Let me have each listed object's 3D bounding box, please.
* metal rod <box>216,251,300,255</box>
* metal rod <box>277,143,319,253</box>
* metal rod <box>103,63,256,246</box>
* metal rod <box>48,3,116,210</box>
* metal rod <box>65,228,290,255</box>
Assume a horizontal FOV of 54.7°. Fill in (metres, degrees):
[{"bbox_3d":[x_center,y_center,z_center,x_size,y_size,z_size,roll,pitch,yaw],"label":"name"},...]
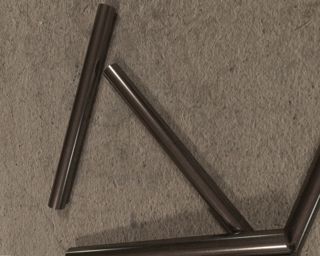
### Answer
[{"bbox_3d":[0.016,0.177,0.388,0.300,0.025,0.025,-14,85,24],"label":"metal rod"},{"bbox_3d":[0.176,0.061,0.347,0.025,0.025,0.298,22,97,18],"label":"metal rod"},{"bbox_3d":[0.024,0.032,0.399,0.025,0.025,0.300,-42,77,15],"label":"metal rod"},{"bbox_3d":[-0.114,-0.027,0.447,0.025,0.025,0.298,18,96,19],"label":"metal rod"},{"bbox_3d":[0.002,0.154,0.391,0.300,0.025,0.025,-15,85,25],"label":"metal rod"}]
